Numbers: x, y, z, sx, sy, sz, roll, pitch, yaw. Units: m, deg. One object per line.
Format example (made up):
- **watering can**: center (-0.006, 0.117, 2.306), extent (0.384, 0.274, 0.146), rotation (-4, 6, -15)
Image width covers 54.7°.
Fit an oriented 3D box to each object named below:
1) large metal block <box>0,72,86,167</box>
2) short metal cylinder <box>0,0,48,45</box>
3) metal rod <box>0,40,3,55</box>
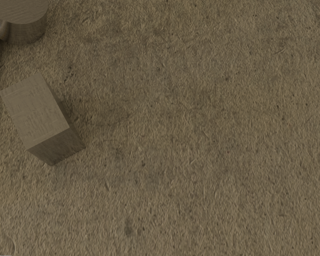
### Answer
- **large metal block**: center (-0.140, -0.007, 0.380), extent (0.050, 0.080, 0.080), rotation (-29, 73, -10)
- **short metal cylinder**: center (-0.203, -0.167, 0.440), extent (0.081, 0.050, 0.080), rotation (8, 68, -21)
- **metal rod**: center (-0.243, -0.044, 0.421), extent (0.025, 0.025, 0.299), rotation (0, 70, -1)
